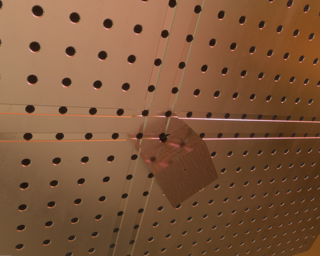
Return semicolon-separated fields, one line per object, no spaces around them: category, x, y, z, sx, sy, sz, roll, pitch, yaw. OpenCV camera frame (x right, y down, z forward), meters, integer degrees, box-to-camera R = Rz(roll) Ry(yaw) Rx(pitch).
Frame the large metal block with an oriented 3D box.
large metal block;0.029;0.055;0.447;0.080;0.050;0.080;-32;129;-8
